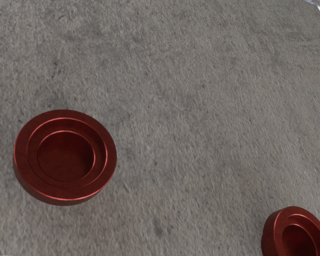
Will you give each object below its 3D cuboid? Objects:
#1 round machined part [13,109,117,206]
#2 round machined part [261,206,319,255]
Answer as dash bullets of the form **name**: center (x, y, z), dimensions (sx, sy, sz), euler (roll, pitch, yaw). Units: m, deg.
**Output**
- **round machined part**: center (-0.098, 0.033, 0.321), dimensions (0.099, 0.042, 0.098), euler (14, 56, -21)
- **round machined part**: center (0.169, 0.153, 0.393), dimensions (0.099, 0.042, 0.098), euler (14, 56, -21)
